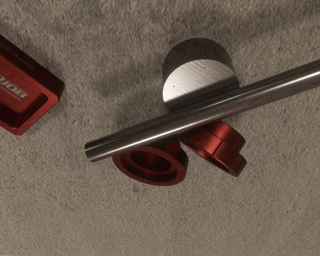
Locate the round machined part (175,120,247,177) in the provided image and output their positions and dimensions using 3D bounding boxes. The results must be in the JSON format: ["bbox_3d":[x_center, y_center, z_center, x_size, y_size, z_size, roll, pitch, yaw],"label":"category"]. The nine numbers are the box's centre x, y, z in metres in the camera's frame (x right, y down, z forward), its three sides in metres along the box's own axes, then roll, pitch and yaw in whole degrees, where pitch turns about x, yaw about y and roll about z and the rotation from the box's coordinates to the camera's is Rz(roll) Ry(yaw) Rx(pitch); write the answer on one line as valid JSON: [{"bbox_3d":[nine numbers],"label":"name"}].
[{"bbox_3d":[0.067,0.016,0.387,0.098,0.098,0.042,37,85,-28],"label":"round machined part"}]

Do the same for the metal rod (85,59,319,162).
[{"bbox_3d":[0.056,-0.019,0.326,0.301,0.025,0.025,-19,128,15],"label":"metal rod"}]

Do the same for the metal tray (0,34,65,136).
[{"bbox_3d":[-0.190,-0.056,0.353,0.090,0.030,0.130,-35,122,26],"label":"metal tray"}]

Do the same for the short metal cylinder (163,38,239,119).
[{"bbox_3d":[0.043,-0.053,0.347,0.081,0.050,0.079,0,130,0],"label":"short metal cylinder"}]

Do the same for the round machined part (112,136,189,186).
[{"bbox_3d":[-0.010,0.035,0.413,0.098,0.042,0.097,11,144,8],"label":"round machined part"}]
